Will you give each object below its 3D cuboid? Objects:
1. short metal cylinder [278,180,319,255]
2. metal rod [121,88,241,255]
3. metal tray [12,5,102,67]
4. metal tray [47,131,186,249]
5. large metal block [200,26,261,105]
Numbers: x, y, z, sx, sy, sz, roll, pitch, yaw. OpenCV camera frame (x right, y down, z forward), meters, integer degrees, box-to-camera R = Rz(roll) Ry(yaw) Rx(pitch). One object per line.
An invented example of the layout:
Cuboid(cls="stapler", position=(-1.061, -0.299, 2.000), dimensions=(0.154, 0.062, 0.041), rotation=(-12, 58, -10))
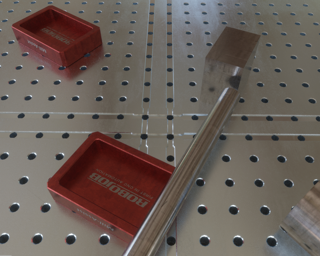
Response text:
Cuboid(cls="short metal cylinder", position=(0.163, 0.086, 0.300), dimensions=(0.080, 0.080, 0.050), rotation=(-32, 57, -24))
Cuboid(cls="metal rod", position=(0.020, 0.058, 0.319), dimensions=(0.025, 0.025, 0.301), rotation=(23, 53, 18))
Cuboid(cls="metal tray", position=(-0.178, -0.164, 0.540), dimensions=(0.130, 0.030, 0.090), rotation=(30, 56, 22))
Cuboid(cls="metal tray", position=(-0.046, 0.065, 0.348), dimensions=(0.130, 0.030, 0.090), rotation=(23, 54, 18))
Cuboid(cls="large metal block", position=(0.099, -0.084, 0.443), dimensions=(0.050, 0.080, 0.080), rotation=(21, 53, 17))
